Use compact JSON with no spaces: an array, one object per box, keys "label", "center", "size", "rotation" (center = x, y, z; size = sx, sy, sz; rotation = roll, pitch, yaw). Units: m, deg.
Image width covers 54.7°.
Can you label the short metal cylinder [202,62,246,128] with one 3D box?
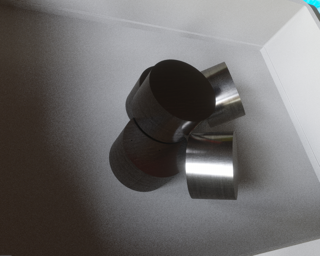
[{"label":"short metal cylinder","center":[0.081,-0.046,0.435],"size":[0.080,0.050,0.080],"rotation":[-22,90,-78]}]

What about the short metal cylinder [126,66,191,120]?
[{"label":"short metal cylinder","center":[0.001,-0.035,0.411],"size":[0.081,0.050,0.080],"rotation":[14,56,-21]}]

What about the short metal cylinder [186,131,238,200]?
[{"label":"short metal cylinder","center":[0.064,0.044,0.369],"size":[0.050,0.080,0.080],"rotation":[-2,53,17]}]

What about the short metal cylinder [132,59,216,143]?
[{"label":"short metal cylinder","center":[0.015,-0.030,0.349],"size":[0.081,0.050,0.080],"rotation":[14,56,-21]}]

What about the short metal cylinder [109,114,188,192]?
[{"label":"short metal cylinder","center":[-0.013,0.029,0.365],"size":[0.081,0.050,0.080],"rotation":[14,56,-21]}]
